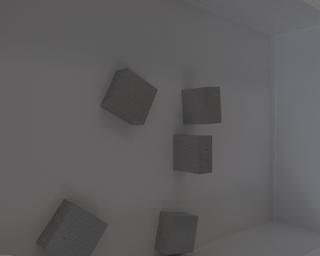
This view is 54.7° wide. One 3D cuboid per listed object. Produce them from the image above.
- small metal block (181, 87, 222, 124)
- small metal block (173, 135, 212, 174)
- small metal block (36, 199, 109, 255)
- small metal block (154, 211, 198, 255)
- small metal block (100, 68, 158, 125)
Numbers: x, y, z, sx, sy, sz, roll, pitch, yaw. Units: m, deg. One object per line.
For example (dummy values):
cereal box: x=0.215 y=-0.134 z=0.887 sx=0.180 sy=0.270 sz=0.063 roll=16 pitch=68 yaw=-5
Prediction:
small metal block: x=0.058 y=-0.031 z=0.439 sx=0.025 sy=0.050 sz=0.050 roll=-6 pitch=94 yaw=-40
small metal block: x=0.045 y=0.035 z=0.428 sx=0.025 sy=0.050 sz=0.050 roll=0 pitch=90 yaw=-40
small metal block: x=-0.092 y=0.112 z=0.330 sx=0.050 sy=0.025 sz=0.050 roll=44 pitch=64 yaw=-31
small metal block: x=0.023 y=0.143 z=0.426 sx=0.050 sy=0.025 sz=0.050 roll=15 pitch=80 yaw=-39
small metal block: x=-0.036 y=-0.037 z=0.376 sx=0.050 sy=0.025 sz=0.050 roll=32 pitch=70 yaw=-35
